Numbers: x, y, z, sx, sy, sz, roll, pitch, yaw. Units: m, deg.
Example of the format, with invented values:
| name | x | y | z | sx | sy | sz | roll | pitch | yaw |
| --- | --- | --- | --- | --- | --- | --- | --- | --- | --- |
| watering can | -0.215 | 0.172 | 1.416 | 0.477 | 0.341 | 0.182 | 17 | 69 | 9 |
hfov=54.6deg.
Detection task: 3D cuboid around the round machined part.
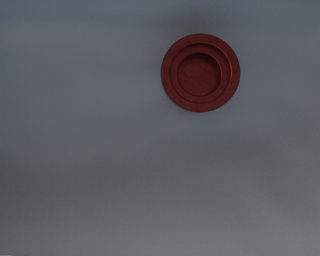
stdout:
| name | x | y | z | sx | sy | sz | roll | pitch | yaw |
| --- | --- | --- | --- | --- | --- | --- | --- | --- | --- |
| round machined part | 0.050 | -0.068 | 0.403 | 0.099 | 0.042 | 0.097 | 0 | 90 | 0 |
